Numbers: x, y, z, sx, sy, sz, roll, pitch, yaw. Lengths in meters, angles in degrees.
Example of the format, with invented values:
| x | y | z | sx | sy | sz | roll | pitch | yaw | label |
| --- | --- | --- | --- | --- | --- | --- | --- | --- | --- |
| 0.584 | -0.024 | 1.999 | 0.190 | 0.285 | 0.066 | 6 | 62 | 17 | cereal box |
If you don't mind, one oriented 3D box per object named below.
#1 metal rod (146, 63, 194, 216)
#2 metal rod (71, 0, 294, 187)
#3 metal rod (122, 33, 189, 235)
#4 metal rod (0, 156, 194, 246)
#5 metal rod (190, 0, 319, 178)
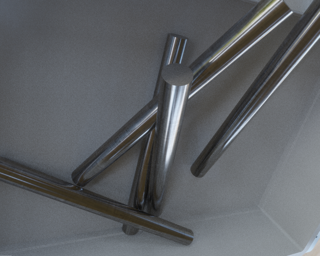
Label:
| x | y | z | sx | sy | sz | roll | pitch | yaw | label |
| --- | --- | --- | --- | --- | --- | --- | --- | --- | --- |
| 0.002 | 0.043 | 0.364 | 0.025 | 0.025 | 0.298 | -19 | 149 | -17 | metal rod |
| -0.002 | -0.018 | 0.319 | 0.025 | 0.025 | 0.299 | 24 | 130 | -37 | metal rod |
| -0.013 | 0.026 | 0.417 | 0.025 | 0.025 | 0.298 | 0 | 119 | -29 | metal rod |
| -0.068 | 0.107 | 0.413 | 0.301 | 0.025 | 0.025 | 30 | 102 | -30 | metal rod |
| 0.101 | -0.020 | 0.371 | 0.025 | 0.025 | 0.298 | -7 | 147 | -25 | metal rod |
